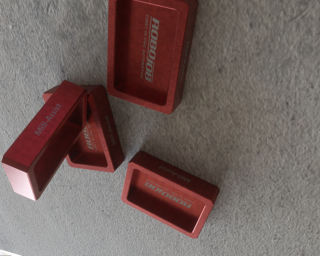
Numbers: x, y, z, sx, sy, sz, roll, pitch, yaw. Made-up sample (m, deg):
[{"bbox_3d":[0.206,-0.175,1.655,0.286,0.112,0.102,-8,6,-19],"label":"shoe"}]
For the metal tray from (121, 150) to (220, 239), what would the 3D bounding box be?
[{"bbox_3d":[0.011,0.099,0.457,0.130,0.030,0.089,24,127,12],"label":"metal tray"}]

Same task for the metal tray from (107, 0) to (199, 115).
[{"bbox_3d":[-0.013,-0.088,0.354,0.090,0.030,0.129,19,126,16],"label":"metal tray"}]

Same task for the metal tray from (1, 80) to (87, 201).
[{"bbox_3d":[-0.135,0.014,0.385,0.030,0.130,0.089,23,144,2],"label":"metal tray"}]

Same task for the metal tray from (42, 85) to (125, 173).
[{"bbox_3d":[-0.111,0.002,0.460,0.090,0.030,0.129,3,120,26],"label":"metal tray"}]
